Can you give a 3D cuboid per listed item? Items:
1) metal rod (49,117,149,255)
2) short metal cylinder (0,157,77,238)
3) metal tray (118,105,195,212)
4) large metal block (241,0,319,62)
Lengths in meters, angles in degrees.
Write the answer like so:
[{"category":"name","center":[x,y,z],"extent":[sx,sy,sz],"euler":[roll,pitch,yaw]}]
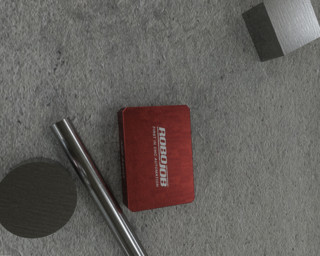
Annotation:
[{"category":"metal rod","center":[-0.051,0.123,0.391],"extent":[0.025,0.025,0.299],"euler":[-31,100,-18]},{"category":"short metal cylinder","center":[-0.136,0.075,0.346],"extent":[0.081,0.050,0.079],"euler":[0,90,-21]},{"category":"metal tray","center":[-0.005,0.036,0.406],"extent":[0.091,0.030,0.129],"euler":[-4,92,-20]},{"category":"large metal block","center":[0.183,-0.156,0.465],"extent":[0.081,0.050,0.080],"euler":[-29,100,-18]}]
